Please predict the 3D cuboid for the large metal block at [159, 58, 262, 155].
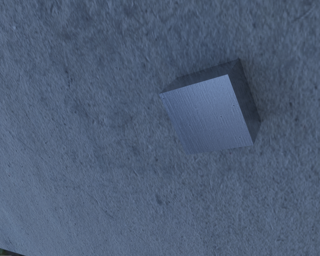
[{"bbox_3d":[0.058,-0.022,0.347,0.080,0.050,0.080,-12,112,33],"label":"large metal block"}]
